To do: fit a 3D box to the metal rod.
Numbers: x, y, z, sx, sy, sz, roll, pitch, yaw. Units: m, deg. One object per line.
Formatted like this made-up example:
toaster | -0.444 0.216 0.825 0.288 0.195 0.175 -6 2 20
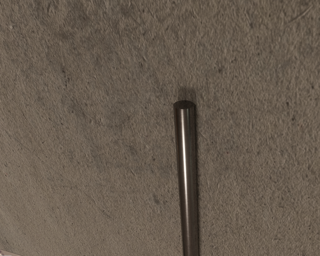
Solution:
metal rod | 0.040 0.101 0.446 0.025 0.025 0.298 9 122 23
